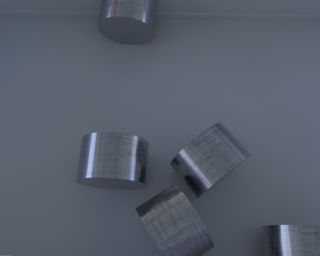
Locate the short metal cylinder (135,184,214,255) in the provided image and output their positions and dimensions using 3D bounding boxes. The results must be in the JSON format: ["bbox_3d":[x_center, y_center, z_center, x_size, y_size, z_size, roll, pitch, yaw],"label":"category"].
[{"bbox_3d":[0.015,0.109,0.340,0.050,0.080,0.080,-30,73,-10],"label":"short metal cylinder"}]

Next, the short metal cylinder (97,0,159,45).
[{"bbox_3d":[-0.044,-0.158,0.434,0.080,0.080,0.050,5,80,2],"label":"short metal cylinder"}]

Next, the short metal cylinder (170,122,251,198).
[{"bbox_3d":[0.059,0.038,0.367,0.080,0.080,0.050,-36,74,-12],"label":"short metal cylinder"}]

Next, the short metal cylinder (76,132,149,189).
[{"bbox_3d":[-0.054,0.041,0.365,0.080,0.080,0.050,2,70,1],"label":"short metal cylinder"}]

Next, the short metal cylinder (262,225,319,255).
[{"bbox_3d":[0.154,0.132,0.333,0.080,0.080,0.050,1,70,0],"label":"short metal cylinder"}]
